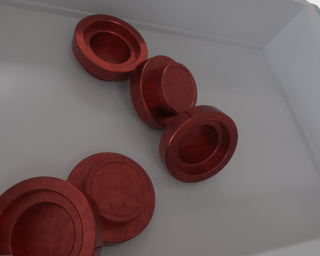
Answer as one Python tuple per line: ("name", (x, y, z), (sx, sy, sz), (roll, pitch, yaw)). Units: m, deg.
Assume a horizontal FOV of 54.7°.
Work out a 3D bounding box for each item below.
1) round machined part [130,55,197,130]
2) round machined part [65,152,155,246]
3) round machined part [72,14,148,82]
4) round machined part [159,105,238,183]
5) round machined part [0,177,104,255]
("round machined part", (0.012, -0.048, 0.405), (0.099, 0.042, 0.098), (10, 76, -45))
("round machined part", (-0.050, 0.070, 0.325), (0.099, 0.042, 0.098), (14, 56, -21))
("round machined part", (-0.070, -0.102, 0.420), (0.099, 0.042, 0.098), (14, 56, -21))
("round machined part", (0.043, 0.016, 0.385), (0.099, 0.097, 0.042), (3, 25, -27))
("round machined part", (-0.096, 0.093, 0.267), (0.099, 0.042, 0.098), (-2, 73, 6))
